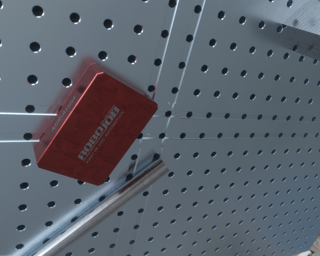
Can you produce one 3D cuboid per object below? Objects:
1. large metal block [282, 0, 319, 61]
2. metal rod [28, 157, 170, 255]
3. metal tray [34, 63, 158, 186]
[{"bbox_3d":[0.230,-0.139,0.418,0.080,0.080,0.050,-41,130,0],"label":"large metal block"},{"bbox_3d":[-0.114,0.141,0.437,0.301,0.025,0.025,-37,130,-4],"label":"metal rod"},{"bbox_3d":[-0.075,0.001,0.369,0.090,0.030,0.130,29,102,-38],"label":"metal tray"}]
